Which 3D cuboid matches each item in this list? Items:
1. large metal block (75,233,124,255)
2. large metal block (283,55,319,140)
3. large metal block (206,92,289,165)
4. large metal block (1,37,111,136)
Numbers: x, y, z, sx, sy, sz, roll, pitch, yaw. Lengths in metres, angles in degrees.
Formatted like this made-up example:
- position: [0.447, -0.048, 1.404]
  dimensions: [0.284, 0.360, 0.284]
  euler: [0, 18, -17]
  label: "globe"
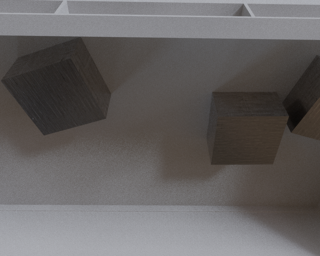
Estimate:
- position: [-0.115, 0.251, 0.588]
  dimensions: [0.080, 0.080, 0.050]
  euler: [-4, 130, 3]
  label: "large metal block"
- position: [0.206, -0.030, 0.369]
  dimensions: [0.081, 0.050, 0.079]
  euler: [14, 129, -12]
  label: "large metal block"
- position: [0.106, 0.001, 0.394]
  dimensions: [0.081, 0.050, 0.079]
  euler: [0, 130, 0]
  label: "large metal block"
- position: [-0.112, -0.046, 0.353]
  dimensions: [0.080, 0.050, 0.080]
  euler: [-15, 129, 12]
  label: "large metal block"
